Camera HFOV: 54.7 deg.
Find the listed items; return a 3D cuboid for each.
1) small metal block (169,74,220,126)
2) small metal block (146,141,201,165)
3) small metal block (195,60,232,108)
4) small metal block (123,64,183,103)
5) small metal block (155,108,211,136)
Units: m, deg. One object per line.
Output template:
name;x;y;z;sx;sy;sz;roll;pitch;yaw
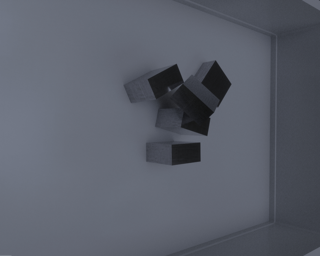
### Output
small metal block;0.045;-0.036;0.391;0.050;0.025;0.050;42;28;-2
small metal block;0.017;0.032;0.405;0.050;0.050;0.025;-2;91;-40
small metal block;0.077;-0.066;0.470;0.050;0.025;0.050;48;62;-29
small metal block;-0.008;-0.055;0.383;0.050;0.050;0.025;-34;110;-35
small metal block;0.030;-0.008;0.415;0.050;0.050;0.025;17;80;-39
